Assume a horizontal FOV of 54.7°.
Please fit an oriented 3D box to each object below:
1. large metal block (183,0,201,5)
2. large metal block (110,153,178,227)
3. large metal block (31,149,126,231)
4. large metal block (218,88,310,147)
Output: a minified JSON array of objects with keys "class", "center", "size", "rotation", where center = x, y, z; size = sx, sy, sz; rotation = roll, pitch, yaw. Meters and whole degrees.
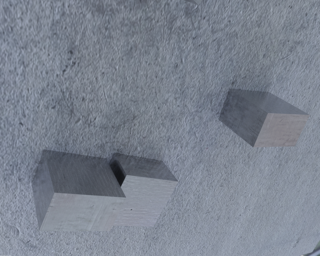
[{"class":"large metal block","center":[0.004,-0.161,0.273],"size":[0.080,0.080,0.050],"rotation":[29,102,-38]},{"class":"large metal block","center":[-0.035,0.086,0.425],"size":[0.081,0.050,0.080],"rotation":[14,111,-34]},{"class":"large metal block","center":[-0.098,0.073,0.363],"size":[0.081,0.080,0.050],"rotation":[13,112,-34]},{"class":"large metal block","center":[0.145,-0.015,0.441],"size":[0.081,0.080,0.050],"rotation":[1,118,-29]}]
